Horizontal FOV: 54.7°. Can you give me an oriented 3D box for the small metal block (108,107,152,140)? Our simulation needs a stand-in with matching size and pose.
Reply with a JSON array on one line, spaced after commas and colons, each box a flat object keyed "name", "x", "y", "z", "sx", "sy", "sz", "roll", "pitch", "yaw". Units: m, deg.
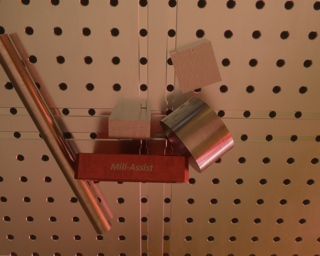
[{"name": "small metal block", "x": -0.037, "y": -0.007, "z": 0.397, "sx": 0.050, "sy": 0.050, "sz": 0.025, "roll": 2, "pitch": 110, "yaw": -1}]

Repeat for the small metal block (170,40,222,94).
[{"name": "small metal block", "x": 0.044, "y": -0.077, "z": 0.385, "sx": 0.050, "sy": 0.025, "sz": 0.050, "roll": -18, "pitch": 109, "yaw": 6}]

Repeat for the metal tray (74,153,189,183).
[{"name": "metal tray", "x": -0.033, "y": 0.053, "z": 0.396, "sx": 0.131, "sy": 0.090, "sz": 0.030, "roll": 2, "pitch": 79, "yaw": -1}]

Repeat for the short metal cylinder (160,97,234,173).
[{"name": "short metal cylinder", "x": 0.044, "y": 0.008, "z": 0.381, "sx": 0.050, "sy": 0.080, "sz": 0.080, "roll": -37, "pitch": 107, "yaw": -8}]

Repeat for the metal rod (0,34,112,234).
[{"name": "metal rod", "x": -0.139, "y": 0.022, "z": 0.419, "sx": 0.025, "sy": 0.025, "sz": 0.299, "roll": -20, "pitch": 109, "yaw": 7}]
